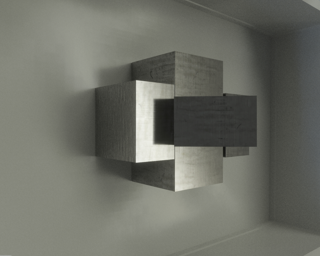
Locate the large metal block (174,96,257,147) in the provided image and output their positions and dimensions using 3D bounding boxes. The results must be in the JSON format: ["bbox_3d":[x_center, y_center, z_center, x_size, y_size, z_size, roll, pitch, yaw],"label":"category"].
[{"bbox_3d":[0.058,-0.007,0.344,0.080,0.080,0.050,-4,94,-85],"label":"large metal block"}]

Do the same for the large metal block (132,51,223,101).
[{"bbox_3d":[0.021,-0.058,0.387,0.081,0.080,0.050,0,91,-40],"label":"large metal block"}]

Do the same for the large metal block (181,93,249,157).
[{"bbox_3d":[0.074,-0.004,0.429,0.050,0.080,0.080,0,90,-41],"label":"large metal block"}]

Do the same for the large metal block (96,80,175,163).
[{"bbox_3d":[-0.030,-0.007,0.345,0.050,0.080,0.080,0,90,-40],"label":"large metal block"}]

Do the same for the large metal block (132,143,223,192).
[{"bbox_3d":[0.021,0.043,0.387,0.081,0.080,0.050,0,91,-40],"label":"large metal block"}]
